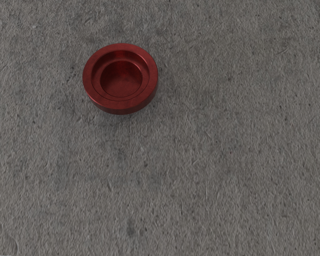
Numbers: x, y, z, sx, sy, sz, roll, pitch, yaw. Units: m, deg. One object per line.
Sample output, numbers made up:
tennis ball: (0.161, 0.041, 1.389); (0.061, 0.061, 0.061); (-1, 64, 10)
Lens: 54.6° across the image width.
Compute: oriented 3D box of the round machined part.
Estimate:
round machined part: (-0.051, -0.062, 0.422); (0.099, 0.042, 0.098); (0, 70, 0)
